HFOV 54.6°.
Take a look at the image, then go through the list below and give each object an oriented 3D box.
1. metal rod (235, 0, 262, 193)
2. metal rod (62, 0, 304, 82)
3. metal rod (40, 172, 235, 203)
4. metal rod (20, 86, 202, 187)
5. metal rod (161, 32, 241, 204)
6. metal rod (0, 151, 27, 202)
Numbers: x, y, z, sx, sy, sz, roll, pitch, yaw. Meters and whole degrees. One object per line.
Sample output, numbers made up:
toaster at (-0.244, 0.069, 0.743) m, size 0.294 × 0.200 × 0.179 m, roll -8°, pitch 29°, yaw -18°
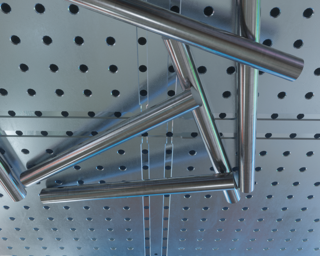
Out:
metal rod at (0.111, -0.019, 0.395) m, size 0.025 × 0.025 × 0.299 m, roll -8°, pitch 130°, yaw 6°
metal rod at (-0.002, -0.105, 0.301) m, size 0.302 × 0.025 × 0.025 m, roll 18°, pitch 128°, yaw -7°
metal rod at (-0.042, 0.092, 0.471) m, size 0.301 × 0.025 × 0.025 m, roll -7°, pitch 130°, yaw 12°
metal rod at (-0.082, 0.021, 0.411) m, size 0.300 × 0.025 × 0.025 m, roll -25°, pitch 126°, yaw 26°
metal rod at (0.066, 0.007, 0.417) m, size 0.025 × 0.025 × 0.299 m, roll -16°, pitch 129°, yaw 13°
metal rod at (-0.248, -0.003, 0.406) m, size 0.025 × 0.025 × 0.299 m, roll -6°, pitch 130°, yaw 5°
